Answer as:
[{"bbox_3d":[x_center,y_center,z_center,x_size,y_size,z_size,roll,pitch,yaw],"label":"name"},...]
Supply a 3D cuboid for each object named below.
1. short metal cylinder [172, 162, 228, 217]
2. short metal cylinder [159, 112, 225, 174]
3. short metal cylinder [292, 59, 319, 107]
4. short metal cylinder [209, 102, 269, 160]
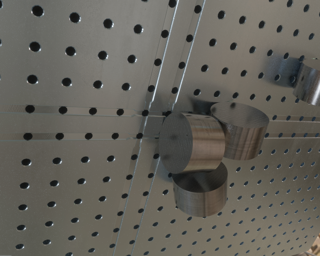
[{"bbox_3d":[0.060,0.085,0.463,0.081,0.080,0.050,-19,126,-18],"label":"short metal cylinder"},{"bbox_3d":[0.040,0.020,0.412,0.050,0.080,0.079,3,117,-30],"label":"short metal cylinder"},{"bbox_3d":[0.251,-0.069,0.473,0.081,0.080,0.050,-7,122,-25],"label":"short metal cylinder"},{"bbox_3d":[0.107,0.002,0.438,0.081,0.080,0.050,-7,122,-25],"label":"short metal cylinder"}]
